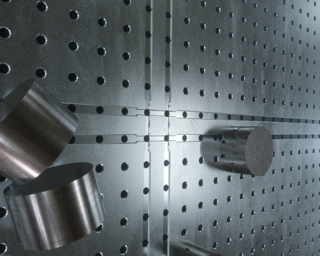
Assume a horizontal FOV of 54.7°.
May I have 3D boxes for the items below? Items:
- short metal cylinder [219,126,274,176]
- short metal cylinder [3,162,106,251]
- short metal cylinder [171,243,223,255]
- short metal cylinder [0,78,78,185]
[{"bbox_3d":[0.144,0.037,0.513,0.081,0.050,0.079,0,90,-40],"label":"short metal cylinder"},{"bbox_3d":[-0.097,0.070,0.292,0.081,0.080,0.050,-20,103,-38],"label":"short metal cylinder"},{"bbox_3d":[0.053,0.210,0.437,0.081,0.050,0.079,0,90,-40],"label":"short metal cylinder"},{"bbox_3d":[-0.120,0.002,0.272,0.050,0.080,0.080,47,62,-30],"label":"short metal cylinder"}]
